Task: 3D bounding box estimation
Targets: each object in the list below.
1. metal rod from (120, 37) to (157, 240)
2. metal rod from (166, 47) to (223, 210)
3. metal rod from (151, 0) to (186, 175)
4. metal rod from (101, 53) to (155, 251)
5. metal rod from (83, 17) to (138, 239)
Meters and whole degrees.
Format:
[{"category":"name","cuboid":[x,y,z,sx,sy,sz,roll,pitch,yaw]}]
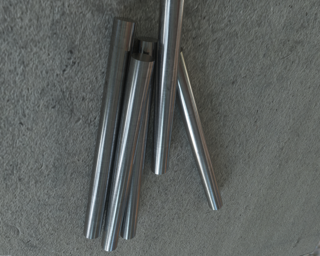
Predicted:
[{"category":"metal rod","cuboid":[-0.031,0.033,0.409,0.025,0.025,0.298,-6,121,-25]},{"category":"metal rod","cuboid":[0.056,0.022,0.450,0.025,0.025,0.299,-29,128,-10]},{"category":"metal rod","cuboid":[0.008,-0.060,0.350,0.025,0.025,0.298,-13,131,-21]},{"category":"metal rod","cuboid":[-0.047,0.052,0.395,0.025,0.025,0.298,-4,125,-27]},{"category":"metal rod","cuboid":[-0.066,0.019,0.382,0.025,0.025,0.298,-1,119,-28]}]
